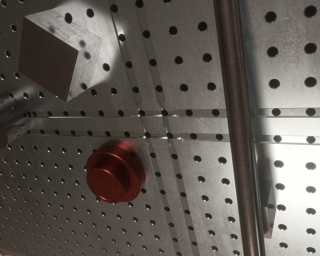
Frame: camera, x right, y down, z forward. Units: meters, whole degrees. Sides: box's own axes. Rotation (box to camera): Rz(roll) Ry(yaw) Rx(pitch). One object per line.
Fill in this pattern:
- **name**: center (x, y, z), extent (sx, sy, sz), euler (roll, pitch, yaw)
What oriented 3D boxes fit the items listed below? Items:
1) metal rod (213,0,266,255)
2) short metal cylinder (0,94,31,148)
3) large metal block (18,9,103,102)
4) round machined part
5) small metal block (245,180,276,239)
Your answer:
- **metal rod**: center (0.086, 0.006, 0.329), extent (0.025, 0.025, 0.298), euler (-2, 105, 29)
- **short metal cylinder**: center (-0.271, -0.012, 0.527), extent (0.080, 0.050, 0.079), euler (13, 124, 20)
- **large metal block**: center (-0.131, -0.094, 0.404), extent (0.080, 0.050, 0.079), euler (33, 129, 6)
- **round machined part**: center (-0.076, 0.080, 0.487), extent (0.098, 0.042, 0.097), euler (13, 124, 20)
- **small metal block**: center (0.128, 0.101, 0.390), extent (0.025, 0.050, 0.050), euler (-1, 118, 28)
